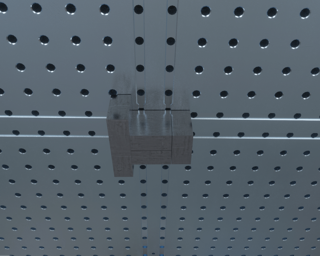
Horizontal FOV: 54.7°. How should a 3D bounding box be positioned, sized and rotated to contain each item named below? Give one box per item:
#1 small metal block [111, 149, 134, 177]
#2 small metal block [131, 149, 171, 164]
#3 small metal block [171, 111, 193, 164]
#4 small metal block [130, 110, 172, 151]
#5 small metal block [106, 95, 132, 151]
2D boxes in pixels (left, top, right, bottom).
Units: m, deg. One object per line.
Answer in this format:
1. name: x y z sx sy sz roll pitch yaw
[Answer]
1. small metal block: -0.049 0.031 0.420 0.025 0.050 0.050 0 130 0
2. small metal block: -0.011 0.022 0.413 0.050 0.050 0.025 0 130 -1
3. small metal block: 0.027 0.012 0.405 0.025 0.050 0.050 0 130 0
4. small metal block: -0.011 0.002 0.396 0.050 0.050 0.025 0 130 -1
5. small metal block: -0.049 -0.007 0.388 0.025 0.050 0.050 0 130 0
